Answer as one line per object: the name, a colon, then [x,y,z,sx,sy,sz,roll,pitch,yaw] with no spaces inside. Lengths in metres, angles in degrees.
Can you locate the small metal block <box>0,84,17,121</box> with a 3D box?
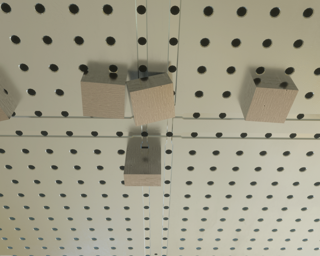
small metal block: [-0.218,-0.032,0.382,0.050,0.025,0.050,-11,129,9]

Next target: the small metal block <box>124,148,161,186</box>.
small metal block: [-0.024,0.055,0.442,0.050,0.050,0.025,0,130,-1]

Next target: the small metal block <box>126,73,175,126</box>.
small metal block: [-0.011,-0.034,0.374,0.050,0.025,0.050,-14,131,-9]

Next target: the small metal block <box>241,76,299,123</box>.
small metal block: [0.134,-0.034,0.383,0.050,0.025,0.050,4,130,-3]

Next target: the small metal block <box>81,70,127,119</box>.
small metal block: [-0.067,-0.040,0.377,0.050,0.025,0.050,4,130,-4]
